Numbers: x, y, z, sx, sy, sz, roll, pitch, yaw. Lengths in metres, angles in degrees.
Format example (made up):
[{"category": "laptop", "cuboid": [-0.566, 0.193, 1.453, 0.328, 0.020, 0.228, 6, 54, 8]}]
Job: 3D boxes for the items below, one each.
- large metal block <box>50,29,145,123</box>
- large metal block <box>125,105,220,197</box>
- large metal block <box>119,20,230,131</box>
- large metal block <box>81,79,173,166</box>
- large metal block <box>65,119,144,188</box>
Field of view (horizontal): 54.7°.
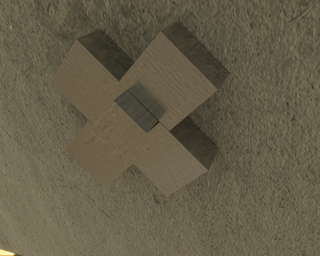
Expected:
[{"category": "large metal block", "cuboid": [-0.078, -0.063, 0.392, 0.080, 0.050, 0.080, 45, 129, -4]}, {"category": "large metal block", "cuboid": [0.015, 0.030, 0.401, 0.080, 0.050, 0.080, 45, 129, -4]}, {"category": "large metal block", "cuboid": [0.016, -0.057, 0.346, 0.080, 0.050, 0.080, 45, 129, -4]}, {"category": "large metal block", "cuboid": [-0.038, -0.010, 0.385, 0.050, 0.080, 0.080, 45, 129, -4]}, {"category": "large metal block", "cuboid": [-0.076, 0.027, 0.446, 0.080, 0.050, 0.080, 45, 129, -4]}]
